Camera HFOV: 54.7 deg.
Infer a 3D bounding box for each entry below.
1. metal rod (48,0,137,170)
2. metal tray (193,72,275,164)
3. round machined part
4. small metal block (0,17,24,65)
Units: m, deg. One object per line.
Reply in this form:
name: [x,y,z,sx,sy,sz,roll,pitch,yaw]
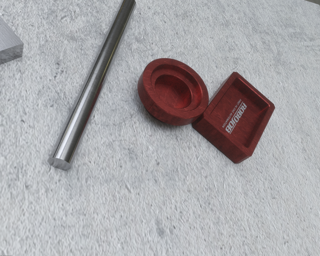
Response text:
metal rod: [-0.078,-0.081,0.411,0.025,0.025,0.300,23,53,-14]
metal tray: [0.117,-0.020,0.474,0.090,0.030,0.131,41,51,-1]
round machined part: [0.014,-0.045,0.428,0.099,0.042,0.098,13,56,-21]
small metal block: [-0.197,-0.100,0.359,0.050,0.025,0.050,48,51,5]
